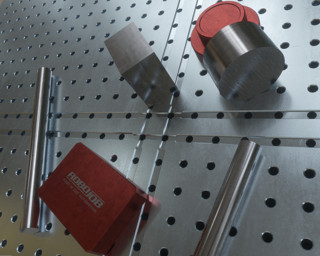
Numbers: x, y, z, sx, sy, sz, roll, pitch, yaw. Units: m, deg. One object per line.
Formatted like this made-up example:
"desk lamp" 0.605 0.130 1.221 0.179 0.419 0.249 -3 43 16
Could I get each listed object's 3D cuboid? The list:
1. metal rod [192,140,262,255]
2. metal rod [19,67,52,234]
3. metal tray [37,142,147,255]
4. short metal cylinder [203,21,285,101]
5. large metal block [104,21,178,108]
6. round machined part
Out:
"metal rod" 0.035 0.147 0.298 0.025 0.025 0.300 15 69 34
"metal rod" -0.195 0.016 0.498 0.025 0.025 0.299 -21 54 15
"metal tray" -0.090 0.085 0.398 0.130 0.030 0.090 30 78 37
"short metal cylinder" 0.098 -0.078 0.369 0.080 0.080 0.050 -28 53 10
"large metal block" -0.027 -0.089 0.440 0.050 0.080 0.080 -34 52 6
"round machined part" 0.089 -0.138 0.435 0.098 0.042 0.098 -13 56 20
